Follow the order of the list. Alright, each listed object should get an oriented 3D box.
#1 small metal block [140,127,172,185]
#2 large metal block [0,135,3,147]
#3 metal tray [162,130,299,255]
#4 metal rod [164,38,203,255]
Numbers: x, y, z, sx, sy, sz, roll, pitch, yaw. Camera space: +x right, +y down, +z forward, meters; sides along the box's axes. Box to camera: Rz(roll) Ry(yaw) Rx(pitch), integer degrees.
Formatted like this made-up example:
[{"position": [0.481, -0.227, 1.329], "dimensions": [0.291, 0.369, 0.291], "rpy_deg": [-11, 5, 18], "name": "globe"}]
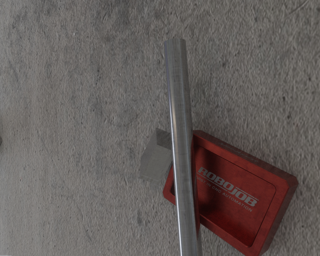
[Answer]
[{"position": [-0.003, 0.035, 0.390], "dimensions": [0.050, 0.025, 0.050], "rpy_deg": [-95, 30, -66], "name": "small metal block"}, {"position": [-0.430, 0.021, 0.725], "dimensions": [0.080, 0.081, 0.050], "rpy_deg": [51, 120, 28], "name": "large metal block"}, {"position": [0.070, 0.067, 0.343], "dimensions": [0.130, 0.030, 0.089], "rpy_deg": [28, 108, 36], "name": "metal tray"}, {"position": [0.027, 0.051, 0.342], "dimensions": [0.025, 0.025, 0.298], "rpy_deg": [-7, 85, 40], "name": "metal rod"}]
